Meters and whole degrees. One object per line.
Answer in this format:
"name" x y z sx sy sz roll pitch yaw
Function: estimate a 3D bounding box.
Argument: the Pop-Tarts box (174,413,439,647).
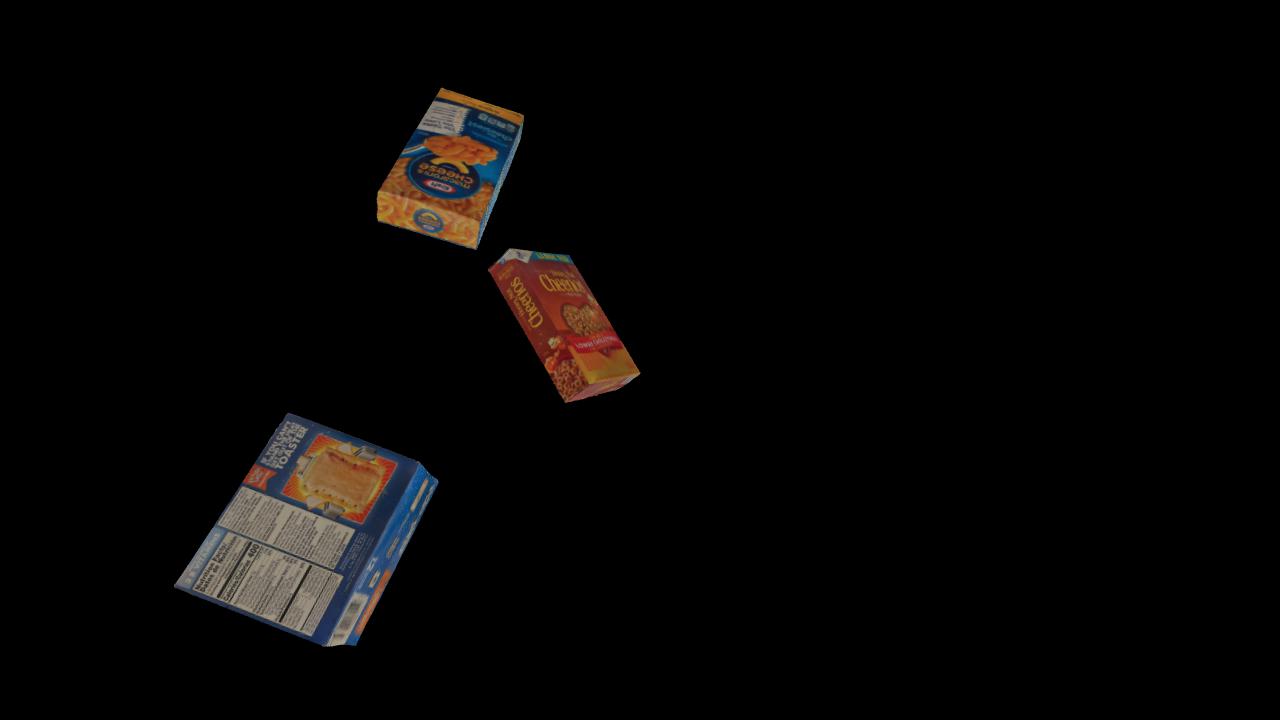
"Pop-Tarts box" -0.297 0.157 0.573 0.141 0.167 0.083 19 -26 3

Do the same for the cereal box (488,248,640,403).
"cereal box" -0.143 -0.074 1.207 0.081 0.306 0.203 -36 -12 25

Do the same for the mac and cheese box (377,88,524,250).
"mac and cheese box" -0.180 -0.193 0.606 0.093 0.184 0.041 16 -40 -12
